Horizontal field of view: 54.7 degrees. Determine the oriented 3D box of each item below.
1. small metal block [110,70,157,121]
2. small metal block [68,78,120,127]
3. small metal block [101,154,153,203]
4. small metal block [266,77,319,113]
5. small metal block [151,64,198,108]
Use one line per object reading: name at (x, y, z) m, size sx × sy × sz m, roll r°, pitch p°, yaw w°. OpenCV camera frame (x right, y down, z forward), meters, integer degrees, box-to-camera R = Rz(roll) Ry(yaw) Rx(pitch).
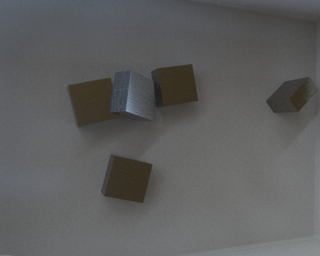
small metal block at (-0.032, -0.038, 0.383) m, size 0.050 × 0.025 × 0.050 m, roll 19°, pitch 74°, yaw -52°
small metal block at (-0.082, -0.031, 0.380) m, size 0.050 × 0.025 × 0.050 m, roll -14°, pitch 95°, yaw -20°
small metal block at (-0.042, 0.064, 0.395) m, size 0.050 × 0.025 × 0.050 m, roll 15°, pitch 85°, yaw -20°
small metal block at (0.200, -0.049, 0.470) m, size 0.050 × 0.050 × 0.025 m, roll -43°, pitch 104°, yaw -15°
small metal block at (0.020, -0.056, 0.417) m, size 0.050 × 0.025 × 0.050 m, roll -11°, pitch 94°, yaw -20°
